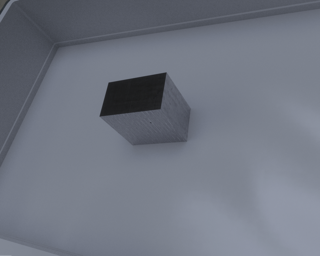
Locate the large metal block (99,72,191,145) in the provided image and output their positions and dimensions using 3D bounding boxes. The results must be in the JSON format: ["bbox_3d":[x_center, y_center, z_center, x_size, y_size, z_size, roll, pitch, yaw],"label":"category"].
[{"bbox_3d":[-0.015,-0.020,0.392,0.080,0.080,0.050,-5,59,25],"label":"large metal block"}]
